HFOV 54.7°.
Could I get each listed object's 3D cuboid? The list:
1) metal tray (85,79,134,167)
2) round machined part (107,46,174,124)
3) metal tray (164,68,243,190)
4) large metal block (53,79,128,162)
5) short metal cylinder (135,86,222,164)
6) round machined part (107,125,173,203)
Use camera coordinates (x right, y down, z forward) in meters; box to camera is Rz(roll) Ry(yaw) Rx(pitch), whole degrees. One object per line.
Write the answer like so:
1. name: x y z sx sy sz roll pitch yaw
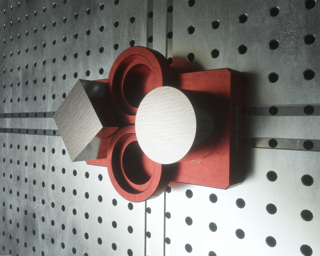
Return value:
1. metal tray: -0.072 -0.008 0.465 0.090 0.030 0.129 1 91 38
2. round machined part: -0.020 -0.054 0.403 0.098 0.042 0.097 0 90 40
3. metal tray: 0.049 0.000 0.363 0.090 0.030 0.129 1 91 40
4. large metal block: -0.097 -0.010 0.434 0.080 0.050 0.080 -44 64 31
5. short metal cylinder: 0.020 -0.003 0.337 0.080 0.050 0.079 0 90 40
6. round machined part: -0.021 0.044 0.404 0.098 0.042 0.097 0 90 40
